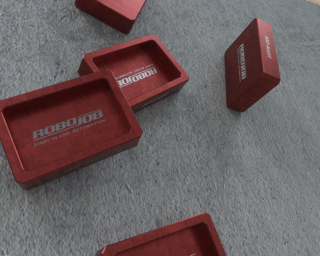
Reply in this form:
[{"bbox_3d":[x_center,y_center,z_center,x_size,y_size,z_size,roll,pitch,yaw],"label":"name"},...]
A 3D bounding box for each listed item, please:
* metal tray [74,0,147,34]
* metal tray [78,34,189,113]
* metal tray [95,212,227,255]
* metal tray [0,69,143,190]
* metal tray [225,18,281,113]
[{"bbox_3d":[-0.067,-0.218,0.497,0.090,0.030,0.130,27,52,-12],"label":"metal tray"},{"bbox_3d":[-0.033,-0.074,0.427,0.131,0.030,0.090,-30,79,-38],"label":"metal tray"},{"bbox_3d":[0.010,0.148,0.314,0.131,0.030,0.090,-8,66,-32],"label":"metal tray"},{"bbox_3d":[-0.096,-0.002,0.329,0.131,0.030,0.090,-22,73,-21],"label":"metal tray"},{"bbox_3d":[0.144,-0.101,0.501,0.030,0.090,0.130,18,55,-18],"label":"metal tray"}]
